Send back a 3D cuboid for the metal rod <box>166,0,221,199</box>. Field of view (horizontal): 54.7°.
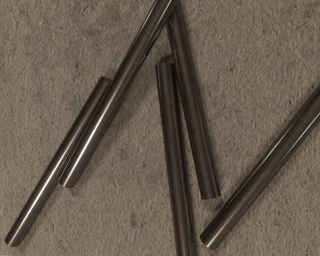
[{"bbox_3d":[0.035,-0.060,0.396,0.025,0.025,0.298,-13,86,19],"label":"metal rod"}]

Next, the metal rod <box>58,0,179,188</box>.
[{"bbox_3d":[-0.062,-0.042,0.415,0.025,0.025,0.298,36,107,16],"label":"metal rod"}]

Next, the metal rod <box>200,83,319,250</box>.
[{"bbox_3d":[0.143,0.022,0.358,0.025,0.025,0.299,38,102,15],"label":"metal rod"}]

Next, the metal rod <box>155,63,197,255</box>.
[{"bbox_3d":[0.023,0.066,0.400,0.025,0.025,0.298,-7,88,19],"label":"metal rod"}]

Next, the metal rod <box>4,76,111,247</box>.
[{"bbox_3d":[-0.152,0.056,0.460,0.025,0.025,0.299,36,101,16],"label":"metal rod"}]
